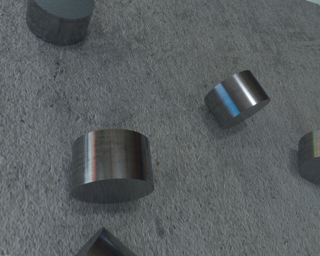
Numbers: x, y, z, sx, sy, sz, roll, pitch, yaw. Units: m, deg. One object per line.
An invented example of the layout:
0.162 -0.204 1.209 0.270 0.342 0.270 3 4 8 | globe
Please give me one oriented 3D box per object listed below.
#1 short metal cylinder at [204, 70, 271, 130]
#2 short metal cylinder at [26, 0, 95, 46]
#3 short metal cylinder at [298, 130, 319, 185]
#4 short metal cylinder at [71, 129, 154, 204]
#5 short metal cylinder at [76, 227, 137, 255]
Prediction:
0.112 -0.040 0.453 0.081 0.080 0.050 -19 72 -35 | short metal cylinder
-0.133 -0.157 0.412 0.081 0.050 0.080 14 56 -21 | short metal cylinder
0.258 0.046 0.479 0.080 0.080 0.050 27 52 -12 | short metal cylinder
-0.048 0.042 0.317 0.081 0.080 0.050 7 59 -25 | short metal cylinder
-0.055 0.131 0.258 0.050 0.080 0.080 41 51 0 | short metal cylinder
